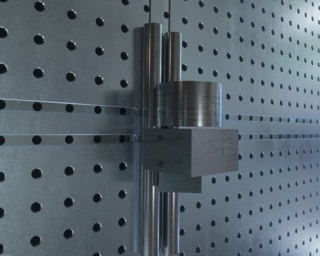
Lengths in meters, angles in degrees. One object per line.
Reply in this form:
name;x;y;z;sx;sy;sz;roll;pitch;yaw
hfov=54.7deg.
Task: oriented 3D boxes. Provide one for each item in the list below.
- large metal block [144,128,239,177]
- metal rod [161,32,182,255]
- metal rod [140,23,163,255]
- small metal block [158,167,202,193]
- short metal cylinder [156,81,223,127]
large metal block;0.037;0.026;0.374;0.081;0.080;0.050;0;90;-40
metal rod;0.016;0.020;0.426;0.025;0.025;0.298;1;89;-40
metal rod;-0.011;0.016;0.403;0.025;0.025;0.298;1;89;-40
small metal block;0.026;0.063;0.387;0.050;0.050;0.025;3;87;-85
short metal cylinder;0.036;-0.027;0.377;0.081;0.080;0.050;1;90;-40
